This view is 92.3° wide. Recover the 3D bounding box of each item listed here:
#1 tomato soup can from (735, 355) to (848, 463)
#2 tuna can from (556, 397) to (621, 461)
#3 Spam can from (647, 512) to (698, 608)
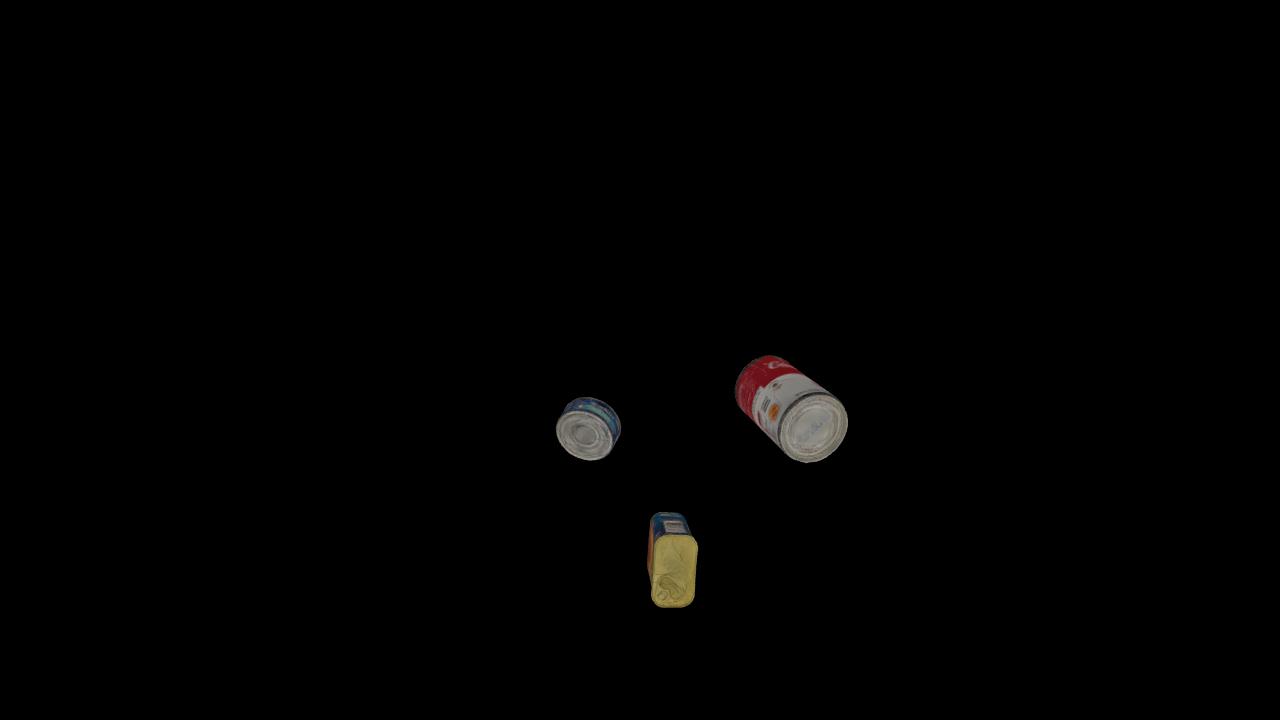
[{"bbox_3d":[0.137,0.043,0.571,0.068,0.068,0.101,0,19,-14],"label":"tomato soup can"},{"bbox_3d":[-0.070,0.094,0.828,0.084,0.084,0.034,0,27,17],"label":"tuna can"},{"bbox_3d":[0.042,0.268,0.835,0.058,0.101,0.085,3,8,-5],"label":"Spam can"}]
